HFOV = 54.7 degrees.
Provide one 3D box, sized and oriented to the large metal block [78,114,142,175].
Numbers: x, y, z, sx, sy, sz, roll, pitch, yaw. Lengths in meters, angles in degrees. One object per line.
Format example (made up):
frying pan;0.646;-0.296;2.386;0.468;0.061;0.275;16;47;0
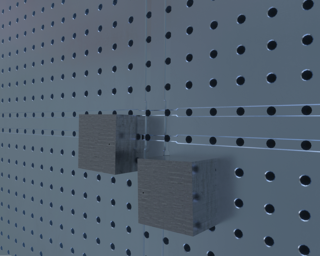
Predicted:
large metal block;-0.073;0.021;0.451;0.080;0.050;0.079;2;91;39

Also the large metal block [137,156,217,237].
large metal block;0.020;0.077;0.375;0.080;0.050;0.079;-1;89;39
